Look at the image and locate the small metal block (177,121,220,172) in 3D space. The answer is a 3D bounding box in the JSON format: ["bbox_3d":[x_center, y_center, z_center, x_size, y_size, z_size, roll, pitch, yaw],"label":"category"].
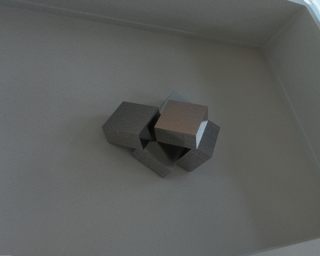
[{"bbox_3d":[0.049,0.022,0.402,0.025,0.050,0.050,31,52,-9],"label":"small metal block"}]

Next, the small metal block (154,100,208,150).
[{"bbox_3d":[0.027,-0.005,0.375,0.050,0.025,0.050,11,49,19],"label":"small metal block"}]

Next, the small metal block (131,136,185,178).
[{"bbox_3d":[0.000,0.026,0.389,0.050,0.025,0.050,36,51,-4],"label":"small metal block"}]

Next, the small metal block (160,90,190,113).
[{"bbox_3d":[0.023,-0.016,0.427,0.050,0.025,0.050,36,51,-4],"label":"small metal block"}]

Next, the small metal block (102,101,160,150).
[{"bbox_3d":[-0.033,-0.004,0.374,0.050,0.025,0.050,11,46,25],"label":"small metal block"}]
